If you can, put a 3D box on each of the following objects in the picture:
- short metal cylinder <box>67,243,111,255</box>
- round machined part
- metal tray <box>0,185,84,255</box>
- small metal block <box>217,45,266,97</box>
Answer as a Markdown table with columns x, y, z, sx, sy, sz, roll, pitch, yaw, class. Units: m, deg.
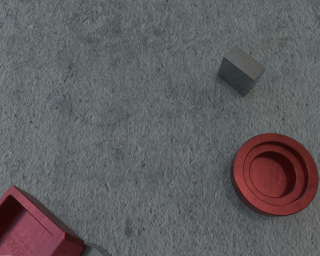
| x | y | z | sx | sy | sz | roll | pitch | yaw | class |
| --- | --- | --- | --- | --- | --- | --- | --- | --- | --- |
| -0.088 | 0.166 | 0.333 | 0.081 | 0.050 | 0.080 | 0 | 70 | 0 | short metal cylinder |
| 0.135 | 0.059 | 0.379 | 0.099 | 0.042 | 0.098 | 0 | 70 | -1 | round machined part |
| -0.147 | 0.125 | 0.321 | 0.130 | 0.030 | 0.090 | 18 | 67 | 42 | metal tray |
| 0.110 | -0.077 | 0.424 | 0.050 | 0.050 | 0.025 | 42 | 75 | 13 | small metal block |
